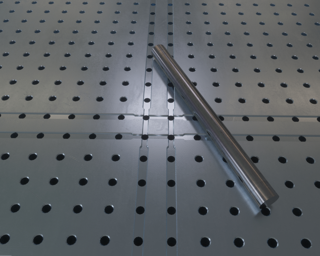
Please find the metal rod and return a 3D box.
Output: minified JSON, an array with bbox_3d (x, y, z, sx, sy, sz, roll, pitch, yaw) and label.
[{"bbox_3d":[0.058,-0.023,0.427,0.025,0.025,0.300,-19,53,-15],"label":"metal rod"}]
